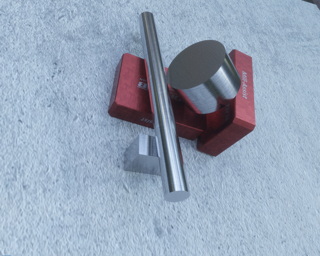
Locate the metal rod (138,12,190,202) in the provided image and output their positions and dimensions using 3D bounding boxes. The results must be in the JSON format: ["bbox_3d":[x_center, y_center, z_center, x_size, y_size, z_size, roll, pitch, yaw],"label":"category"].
[{"bbox_3d":[-0.002,-0.052,0.387,0.025,0.025,0.300,10,48,-23],"label":"metal rod"}]

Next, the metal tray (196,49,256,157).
[{"bbox_3d":[0.091,-0.036,0.436,0.030,0.090,0.130,21,54,-16],"label":"metal tray"}]

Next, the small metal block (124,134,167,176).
[{"bbox_3d":[-0.010,0.033,0.364,0.050,0.050,0.025,12,57,-22],"label":"small metal block"}]

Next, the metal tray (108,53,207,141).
[{"bbox_3d":[0.001,-0.042,0.429,0.131,0.030,0.090,17,55,-19],"label":"metal tray"}]

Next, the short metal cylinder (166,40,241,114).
[{"bbox_3d":[0.055,-0.065,0.394,0.050,0.080,0.080,46,41,-41],"label":"short metal cylinder"}]
